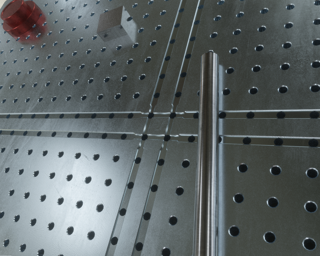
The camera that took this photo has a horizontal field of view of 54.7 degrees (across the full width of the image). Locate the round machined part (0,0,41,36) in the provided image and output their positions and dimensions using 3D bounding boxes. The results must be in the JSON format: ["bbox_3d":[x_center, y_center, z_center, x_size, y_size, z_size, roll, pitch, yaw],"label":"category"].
[{"bbox_3d":[-0.340,-0.271,0.743,0.098,0.042,0.098,-13,56,21],"label":"round machined part"}]

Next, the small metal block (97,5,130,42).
[{"bbox_3d":[-0.085,-0.192,0.571,0.050,0.025,0.050,-12,57,21],"label":"small metal block"}]

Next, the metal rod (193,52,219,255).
[{"bbox_3d":[0.055,0.033,0.358,0.025,0.025,0.299,-8,58,24],"label":"metal rod"}]
